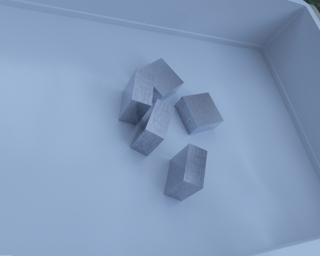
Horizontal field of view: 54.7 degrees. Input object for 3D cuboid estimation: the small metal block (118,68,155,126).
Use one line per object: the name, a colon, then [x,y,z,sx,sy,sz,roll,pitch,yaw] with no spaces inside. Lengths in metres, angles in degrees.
small metal block: [-0.030,-0.039,0.398,0.025,0.050,0.050,17,55,-19]

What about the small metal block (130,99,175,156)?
small metal block: [-0.010,0.000,0.386,0.025,0.050,0.050,28,52,-11]

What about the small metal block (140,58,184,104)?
small metal block: [-0.002,-0.067,0.447,0.050,0.025,0.050,49,51,6]

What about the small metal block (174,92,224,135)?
small metal block: [0.057,-0.022,0.451,0.050,0.025,0.050,-13,68,-34]

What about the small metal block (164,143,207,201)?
small metal block: [0.031,0.054,0.375,0.025,0.050,0.050,24,53,-14]
